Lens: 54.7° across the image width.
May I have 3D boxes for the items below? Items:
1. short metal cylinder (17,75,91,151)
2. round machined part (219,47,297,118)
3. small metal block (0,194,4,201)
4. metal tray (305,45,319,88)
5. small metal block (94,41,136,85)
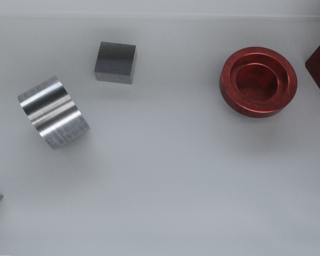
[{"bbox_3d":[-0.130,-0.019,0.386,0.050,0.080,0.080,-33,74,-11],"label":"short metal cylinder"},{"bbox_3d":[0.130,-0.058,0.424,0.099,0.042,0.098,0,70,-1],"label":"round machined part"},{"bbox_3d":[-0.219,0.093,0.360,0.025,0.050,0.050,25,72,8],"label":"small metal block"},{"bbox_3d":[0.244,-0.083,0.387,0.030,0.130,0.090,-21,72,-8],"label":"metal tray"},{"bbox_3d":[-0.062,-0.093,0.443,0.050,0.025,0.050,7,70,2],"label":"small metal block"}]
